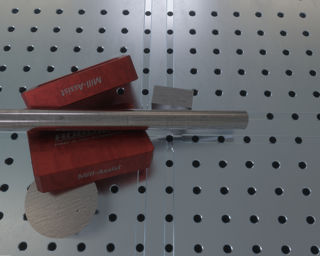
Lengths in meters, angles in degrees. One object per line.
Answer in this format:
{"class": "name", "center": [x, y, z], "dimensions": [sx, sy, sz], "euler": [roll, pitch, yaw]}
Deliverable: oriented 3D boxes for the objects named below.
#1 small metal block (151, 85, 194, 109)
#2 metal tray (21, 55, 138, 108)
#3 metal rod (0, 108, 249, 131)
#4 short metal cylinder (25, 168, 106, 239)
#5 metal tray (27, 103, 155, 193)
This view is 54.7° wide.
{"class": "small metal block", "center": [0.016, -0.031, 0.410], "dimensions": [0.050, 0.050, 0.025], "euler": [8, 70, 3]}
{"class": "metal tray", "center": [-0.100, -0.057, 0.397], "dimensions": [0.131, 0.090, 0.030], "euler": [-22, 107, -8]}
{"class": "metal rod", "center": [-0.039, -0.010, 0.362], "dimensions": [0.302, 0.025, 0.025], "euler": [0, 70, -14]}
{"class": "short metal cylinder", "center": [-0.109, 0.088, 0.365], "dimensions": [0.081, 0.050, 0.080], "euler": [0, 70, 0]}
{"class": "metal tray", "center": [-0.083, 0.018, 0.367], "dimensions": [0.131, 0.030, 0.090], "euler": [-11, 47, -21]}
